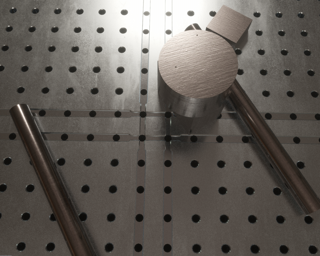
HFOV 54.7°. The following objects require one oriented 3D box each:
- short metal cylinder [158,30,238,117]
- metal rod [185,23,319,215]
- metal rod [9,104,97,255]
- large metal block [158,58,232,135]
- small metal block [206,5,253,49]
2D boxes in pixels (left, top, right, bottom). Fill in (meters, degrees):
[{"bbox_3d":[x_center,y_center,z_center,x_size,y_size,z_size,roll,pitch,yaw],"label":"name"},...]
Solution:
[{"bbox_3d":[0.038,-0.058,0.335,0.081,0.050,0.080,0,70,0],"label":"short metal cylinder"},{"bbox_3d":[0.117,-0.024,0.421,0.025,0.025,0.299,-27,72,-10],"label":"metal rod"},{"bbox_3d":[-0.117,0.097,0.374,0.025,0.025,0.299,-28,73,-10],"label":"metal rod"},{"bbox_3d":[0.040,-0.048,0.400,0.050,0.080,0.080,-30,73,-11],"label":"large metal block"},{"bbox_3d":[0.103,-0.150,0.468,0.050,0.025,0.050,32,73,11],"label":"small metal block"}]
